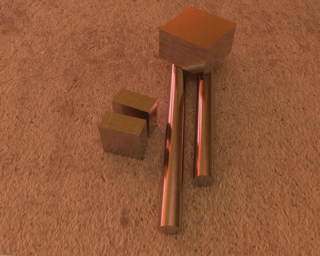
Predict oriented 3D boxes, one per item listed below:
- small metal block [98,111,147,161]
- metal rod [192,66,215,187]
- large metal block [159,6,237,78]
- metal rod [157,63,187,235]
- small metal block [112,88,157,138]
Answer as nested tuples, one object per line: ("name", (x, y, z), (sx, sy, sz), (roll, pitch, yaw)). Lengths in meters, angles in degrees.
("small metal block", (-0.044, 0.010, 0.378), (0.050, 0.050, 0.025), (13, 51, 10))
("metal rod", (0.065, -0.054, 0.448), (0.025, 0.025, 0.300), (5, 50, 4))
("large metal block", (0.055, -0.130, 0.464), (0.080, 0.050, 0.080), (31, 56, 23))
("metal rod", (0.021, -0.010, 0.411), (0.025, 0.025, 0.300), (4, 50, 2))
("small metal block", (-0.032, -0.019, 0.402), (0.050, 0.050, 0.025), (18, 52, 14))
